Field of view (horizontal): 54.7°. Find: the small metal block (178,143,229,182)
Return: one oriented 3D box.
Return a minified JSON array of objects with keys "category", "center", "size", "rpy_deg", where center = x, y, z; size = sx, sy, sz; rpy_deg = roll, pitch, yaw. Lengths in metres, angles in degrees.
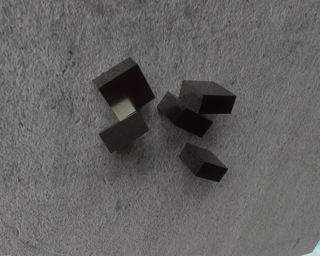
[{"category":"small metal block","center":[0.064,0.051,0.457],"size":[0.050,0.050,0.025],"rpy_deg":[20,108,-36]}]

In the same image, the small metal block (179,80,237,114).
[{"category":"small metal block","center":[0.060,-0.040,0.398],"size":[0.050,0.050,0.025],"rpy_deg":[-2,119,-28]}]

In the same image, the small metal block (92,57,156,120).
[{"category":"small metal block","center":[-0.041,-0.045,0.357],"size":[0.050,0.025,0.050],"rpy_deg":[-34,129,-6]}]

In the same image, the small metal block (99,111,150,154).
[{"category":"small metal block","center":[-0.044,0.004,0.365],"size":[0.050,0.050,0.025],"rpy_deg":[-31,97,-8]}]

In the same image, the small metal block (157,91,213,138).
[{"category":"small metal block","center":[0.032,-0.017,0.397],"size":[0.050,0.050,0.025],"rpy_deg":[24,106,-37]}]
